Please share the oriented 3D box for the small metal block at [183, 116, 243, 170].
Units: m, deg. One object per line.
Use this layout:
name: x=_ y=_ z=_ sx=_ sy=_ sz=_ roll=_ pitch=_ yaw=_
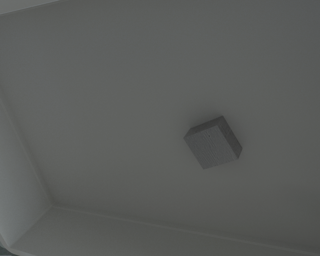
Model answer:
small metal block: x=0.066 y=0.019 z=0.386 sx=0.050 sy=0.025 sz=0.050 roll=-24 pitch=106 yaw=36
